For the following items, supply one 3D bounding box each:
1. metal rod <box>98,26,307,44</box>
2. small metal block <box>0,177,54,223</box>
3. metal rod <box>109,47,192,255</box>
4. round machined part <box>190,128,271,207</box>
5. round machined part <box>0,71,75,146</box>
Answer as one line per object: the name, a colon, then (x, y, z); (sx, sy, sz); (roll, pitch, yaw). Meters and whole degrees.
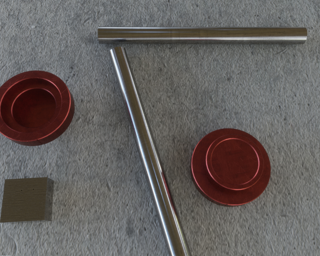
metal rod: (0.062, -0.137, 0.458); (0.302, 0.025, 0.025); (0, 70, 0)
small metal block: (-0.159, 0.088, 0.375); (0.050, 0.025, 0.050); (-3, 70, -1)
metal rod: (-0.017, 0.024, 0.399); (0.025, 0.025, 0.299); (-16, 71, -6)
round machined part: (0.088, 0.046, 0.383); (0.099, 0.042, 0.098); (0, 70, 0)
round machined part: (-0.161, -0.022, 0.406); (0.099, 0.042, 0.098); (0, 70, 0)
